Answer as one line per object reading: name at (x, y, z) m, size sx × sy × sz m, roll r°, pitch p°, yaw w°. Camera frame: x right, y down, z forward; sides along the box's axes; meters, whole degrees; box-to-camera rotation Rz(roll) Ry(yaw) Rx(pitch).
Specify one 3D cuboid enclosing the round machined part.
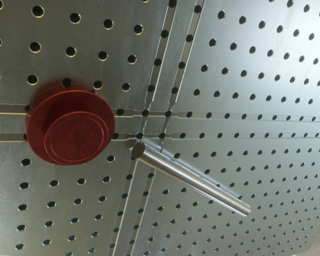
round machined part at (-0.097, 0.003, 0.350) m, size 0.099 × 0.042 × 0.097 m, roll -14°, pitch 125°, yaw -21°

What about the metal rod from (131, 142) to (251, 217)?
metal rod at (0.068, 0.095, 0.509) m, size 0.301 × 0.025 × 0.025 m, roll 34°, pitch 99°, yaw -39°
